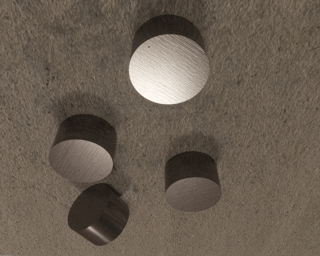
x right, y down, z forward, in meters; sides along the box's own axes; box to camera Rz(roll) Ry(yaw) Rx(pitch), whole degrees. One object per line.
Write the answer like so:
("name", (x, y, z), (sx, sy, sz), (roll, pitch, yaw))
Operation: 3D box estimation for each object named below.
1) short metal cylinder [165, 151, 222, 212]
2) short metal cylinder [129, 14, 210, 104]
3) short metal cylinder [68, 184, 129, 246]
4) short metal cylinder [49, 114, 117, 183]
("short metal cylinder", (0.048, 0.080, 0.460), (0.081, 0.050, 0.079), (0, 130, 0))
("short metal cylinder", (0.009, -0.072, 0.330), (0.081, 0.050, 0.079), (0, 130, 0))
("short metal cylinder", (-0.096, 0.135, 0.485), (0.080, 0.080, 0.050), (-25, 126, 19))
("short metal cylinder", (-0.100, 0.028, 0.413), (0.081, 0.050, 0.079), (0, 130, 0))
